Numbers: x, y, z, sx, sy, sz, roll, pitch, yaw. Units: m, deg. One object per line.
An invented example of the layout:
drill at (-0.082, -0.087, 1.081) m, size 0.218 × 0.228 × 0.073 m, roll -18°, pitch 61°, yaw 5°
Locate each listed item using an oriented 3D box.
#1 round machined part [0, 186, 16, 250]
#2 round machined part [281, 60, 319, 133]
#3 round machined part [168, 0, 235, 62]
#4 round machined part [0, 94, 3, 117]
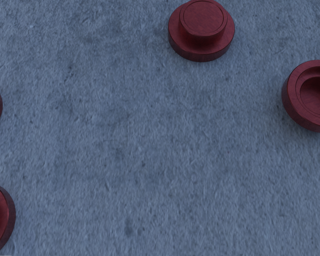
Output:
round machined part at (-0.226, 0.107, 0.357) m, size 0.099 × 0.042 × 0.098 m, roll 0°, pitch 70°, yaw -1°
round machined part at (0.212, -0.039, 0.416) m, size 0.099 × 0.042 × 0.098 m, roll 0°, pitch 70°, yaw -1°
round machined part at (0.061, -0.150, 0.455) m, size 0.099 × 0.042 × 0.098 m, roll 0°, pitch 70°, yaw -1°
round machined part at (-0.267, -0.031, 0.407) m, size 0.099 × 0.042 × 0.098 m, roll 0°, pitch 70°, yaw -1°
